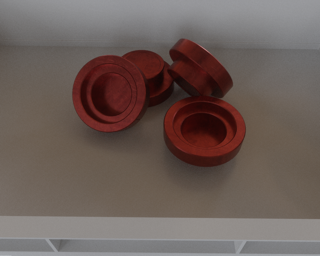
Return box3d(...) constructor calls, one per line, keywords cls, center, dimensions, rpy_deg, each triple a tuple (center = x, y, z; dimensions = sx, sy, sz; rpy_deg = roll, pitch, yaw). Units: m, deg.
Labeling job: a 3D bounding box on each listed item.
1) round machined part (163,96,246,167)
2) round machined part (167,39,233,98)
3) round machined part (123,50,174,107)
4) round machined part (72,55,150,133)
box3d(cls="round machined part", center=(0.053, 0.008, 0.388), dimensions=(0.099, 0.042, 0.098), rpy_deg=(0, 50, 0))
box3d(cls="round machined part", center=(0.049, -0.073, 0.427), dimensions=(0.098, 0.098, 0.042), rpy_deg=(40, 88, 28))
box3d(cls="round machined part", center=(-0.028, -0.079, 0.460), dimensions=(0.099, 0.042, 0.098), rpy_deg=(0, 50, 0))
box3d(cls="round machined part", center=(-0.060, -0.043, 0.408), dimensions=(0.098, 0.042, 0.097), rpy_deg=(0, 91, 13))
